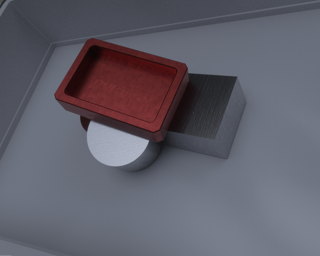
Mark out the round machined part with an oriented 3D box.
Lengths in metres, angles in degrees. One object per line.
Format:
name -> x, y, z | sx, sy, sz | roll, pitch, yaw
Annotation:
round machined part -> -0.076, -0.034, 0.452 | 0.098, 0.042, 0.098 | -13, 56, 20

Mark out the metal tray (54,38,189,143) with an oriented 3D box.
metal tray -> -0.043, -0.047, 0.360 | 0.130, 0.030, 0.090 | 19, 70, 14

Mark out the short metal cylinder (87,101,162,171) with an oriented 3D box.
short metal cylinder -> -0.043, 0.012, 0.386 | 0.080, 0.050, 0.080 | -4, 74, 15

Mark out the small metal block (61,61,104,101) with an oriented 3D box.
small metal block -> -0.096, -0.055, 0.416 | 0.025, 0.050, 0.050 | 13, 68, 33

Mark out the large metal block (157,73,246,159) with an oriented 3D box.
large metal block -> 0.048, -0.017, 0.370 | 0.080, 0.050, 0.080 | 10, 67, 32
